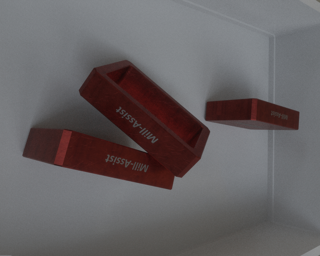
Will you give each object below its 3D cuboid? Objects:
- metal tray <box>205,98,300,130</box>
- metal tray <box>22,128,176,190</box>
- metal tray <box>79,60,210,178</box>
[{"bbox_3d":[0.147,-0.019,0.490,0.131,0.090,0.030,8,85,-40],"label":"metal tray"},{"bbox_3d":[-0.058,0.032,0.316,0.131,0.090,0.030,21,78,-39],"label":"metal tray"},{"bbox_3d":[-0.010,-0.016,0.329,0.130,0.030,0.090,40,23,0],"label":"metal tray"}]
